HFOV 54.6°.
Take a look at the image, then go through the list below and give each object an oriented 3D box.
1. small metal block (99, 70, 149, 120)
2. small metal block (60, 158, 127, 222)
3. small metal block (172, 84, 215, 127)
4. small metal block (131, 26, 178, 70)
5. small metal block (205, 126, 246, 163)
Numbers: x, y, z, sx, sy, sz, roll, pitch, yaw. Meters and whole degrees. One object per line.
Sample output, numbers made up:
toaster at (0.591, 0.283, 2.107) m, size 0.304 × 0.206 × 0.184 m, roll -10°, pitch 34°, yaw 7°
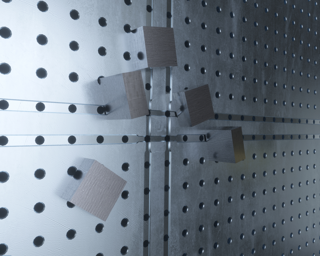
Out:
small metal block at (-0.042, -0.037, 0.357) m, size 0.025 × 0.050 × 0.050 m, roll -18°, pitch 101°, yaw -39°
small metal block at (-0.073, 0.069, 0.347) m, size 0.050 × 0.025 × 0.050 m, roll 42°, pitch 65°, yaw -32°
small metal block at (0.049, -0.033, 0.449) m, size 0.050 × 0.025 × 0.050 m, roll -22°, pitch 104°, yaw -38°
small metal block at (-0.007, -0.103, 0.402) m, size 0.050 × 0.025 × 0.050 m, roll -12°, pitch 98°, yaw -39°
small metal block at (0.100, 0.025, 0.475) m, size 0.025 × 0.050 × 0.050 m, roll -16°, pitch 100°, yaw -39°
